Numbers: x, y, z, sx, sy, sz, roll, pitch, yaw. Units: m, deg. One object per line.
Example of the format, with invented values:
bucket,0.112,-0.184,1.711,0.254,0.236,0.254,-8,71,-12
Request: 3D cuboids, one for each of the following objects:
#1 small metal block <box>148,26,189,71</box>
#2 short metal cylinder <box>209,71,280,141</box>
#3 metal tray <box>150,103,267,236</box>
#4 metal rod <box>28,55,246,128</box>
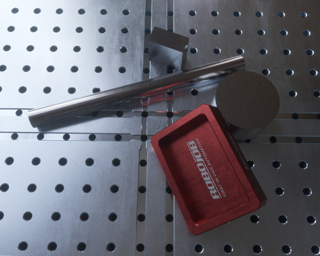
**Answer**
small metal block,0.012,-0.111,0.439,0.050,0.050,0.025,21,72,7
short metal cylinder,0.109,-0.028,0.409,0.081,0.050,0.080,0,70,0
metal tray,0.053,0.048,0.367,0.090,0.030,0.130,-33,70,24
metal rod,-0.027,-0.052,0.430,0.302,0.025,0.025,-16,71,-6
